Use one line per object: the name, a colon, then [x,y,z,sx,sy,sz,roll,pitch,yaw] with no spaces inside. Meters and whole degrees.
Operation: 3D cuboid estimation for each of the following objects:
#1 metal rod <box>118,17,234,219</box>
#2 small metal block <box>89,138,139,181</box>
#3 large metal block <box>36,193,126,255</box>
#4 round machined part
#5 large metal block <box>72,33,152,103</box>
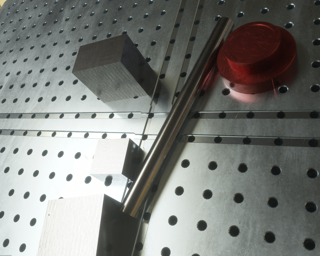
metal rod: [0.029,-0.025,0.408,0.025,0.025,0.300,16,70,34]
small metal block: [-0.061,0.042,0.414,0.050,0.025,0.050,-4,60,26]
large metal block: [-0.090,0.127,0.362,0.080,0.050,0.080,-11,57,22]
round machined part: [0.120,-0.095,0.393,0.098,0.042,0.098,-13,56,21]
large metal block: [-0.068,-0.085,0.461,0.080,0.080,0.050,-7,59,24]
